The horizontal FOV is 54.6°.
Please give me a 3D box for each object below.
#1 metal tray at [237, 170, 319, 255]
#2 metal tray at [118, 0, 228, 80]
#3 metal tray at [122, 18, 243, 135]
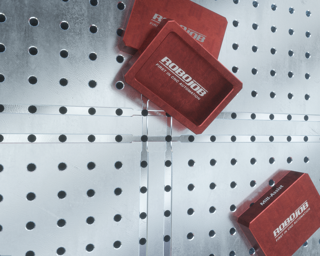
[{"bbox_3d":[0.194,0.139,0.481,0.131,0.030,0.090,-35,102,-17],"label":"metal tray"},{"bbox_3d":[0.020,-0.127,0.417,0.131,0.030,0.090,18,84,-19],"label":"metal tray"},{"bbox_3d":[0.030,-0.062,0.394,0.130,0.030,0.090,35,102,-24],"label":"metal tray"}]
